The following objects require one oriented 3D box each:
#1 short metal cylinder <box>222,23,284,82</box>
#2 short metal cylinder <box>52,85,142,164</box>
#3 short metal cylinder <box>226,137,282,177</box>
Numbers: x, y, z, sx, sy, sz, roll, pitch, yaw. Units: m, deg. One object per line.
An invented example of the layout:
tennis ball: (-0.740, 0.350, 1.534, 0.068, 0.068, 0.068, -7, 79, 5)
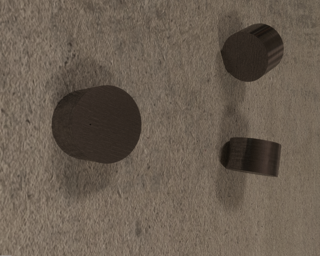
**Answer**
short metal cylinder: (0.148, -0.120, 0.496, 0.050, 0.080, 0.080, -34, 111, -35)
short metal cylinder: (-0.067, -0.004, 0.333, 0.081, 0.050, 0.079, 0, 90, -40)
short metal cylinder: (0.150, 0.047, 0.498, 0.081, 0.080, 0.050, 16, 80, -39)
